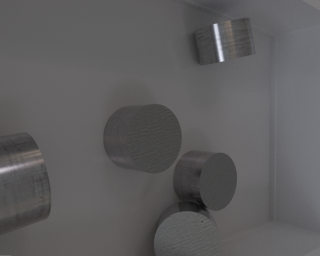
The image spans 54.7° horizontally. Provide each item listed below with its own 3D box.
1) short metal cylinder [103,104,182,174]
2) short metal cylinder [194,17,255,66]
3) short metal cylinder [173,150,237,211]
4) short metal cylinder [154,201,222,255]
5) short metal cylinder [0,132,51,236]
[{"bbox_3d":[-0.020,0.012,0.373,0.081,0.050,0.080,0,90,-40],"label":"short metal cylinder"},{"bbox_3d":[0.093,-0.124,0.448,0.081,0.080,0.050,-21,104,-38],"label":"short metal cylinder"},{"bbox_3d":[0.066,0.074,0.445,0.081,0.050,0.080,0,90,-40],"label":"short metal cylinder"},{"bbox_3d":[0.034,0.139,0.392,0.080,0.050,0.080,0,90,3],"label":"short metal cylinder"},{"bbox_3d":[-0.132,0.047,0.260,0.050,0.080,0.079,-13,98,-39],"label":"short metal cylinder"}]
